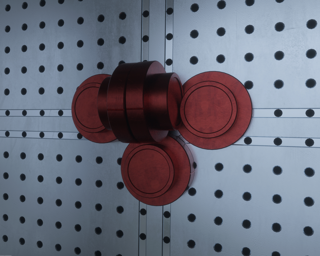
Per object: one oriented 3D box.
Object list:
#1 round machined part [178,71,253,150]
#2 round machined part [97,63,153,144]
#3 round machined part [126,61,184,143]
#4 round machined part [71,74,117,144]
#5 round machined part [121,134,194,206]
[{"bbox_3d":[0.062,-0.022,0.380,0.098,0.042,0.097,0,90,19],"label":"round machined part"},{"bbox_3d":[-0.042,-0.030,0.381,0.042,0.098,0.097,1,91,20],"label":"round machined part"},{"bbox_3d":[0.000,-0.031,0.367,0.042,0.098,0.097,-1,90,20],"label":"round machined part"},{"bbox_3d":[-0.083,-0.027,0.431,0.098,0.042,0.097,0,90,19],"label":"round machined part"},{"bbox_3d":[-0.007,0.054,0.405,0.098,0.042,0.097,0,90,19],"label":"round machined part"}]
